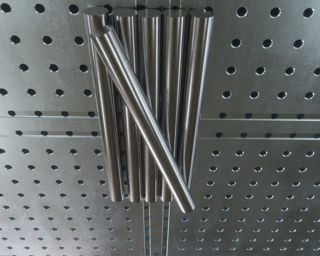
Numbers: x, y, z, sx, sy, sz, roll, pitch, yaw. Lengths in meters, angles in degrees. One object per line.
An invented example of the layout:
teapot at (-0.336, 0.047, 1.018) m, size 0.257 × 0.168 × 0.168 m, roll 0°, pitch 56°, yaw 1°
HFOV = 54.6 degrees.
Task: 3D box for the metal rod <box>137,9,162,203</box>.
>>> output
metal rod at (-0.013, -0.002, 0.408) m, size 0.025 × 0.025 × 0.298 m, roll 0°, pitch 130°, yaw -1°

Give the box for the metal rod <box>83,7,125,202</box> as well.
metal rod at (-0.066, -0.004, 0.407) m, size 0.025 × 0.025 × 0.298 m, roll 1°, pitch 130°, yaw -1°

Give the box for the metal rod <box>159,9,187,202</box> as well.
metal rod at (0.013, -0.003, 0.410) m, size 0.025 × 0.025 × 0.298 m, roll 0°, pitch 130°, yaw -1°

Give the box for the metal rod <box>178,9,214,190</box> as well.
metal rod at (0.039, -0.002, 0.410) m, size 0.025 × 0.025 × 0.298 m, roll 1°, pitch 130°, yaw -1°

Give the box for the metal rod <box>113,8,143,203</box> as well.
metal rod at (-0.037, -0.002, 0.408) m, size 0.025 × 0.025 × 0.298 m, roll 0°, pitch 130°, yaw -1°

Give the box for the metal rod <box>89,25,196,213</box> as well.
metal rod at (-0.007, 0.014, 0.390) m, size 0.025 × 0.025 × 0.299 m, roll -15°, pitch 129°, yaw 12°
